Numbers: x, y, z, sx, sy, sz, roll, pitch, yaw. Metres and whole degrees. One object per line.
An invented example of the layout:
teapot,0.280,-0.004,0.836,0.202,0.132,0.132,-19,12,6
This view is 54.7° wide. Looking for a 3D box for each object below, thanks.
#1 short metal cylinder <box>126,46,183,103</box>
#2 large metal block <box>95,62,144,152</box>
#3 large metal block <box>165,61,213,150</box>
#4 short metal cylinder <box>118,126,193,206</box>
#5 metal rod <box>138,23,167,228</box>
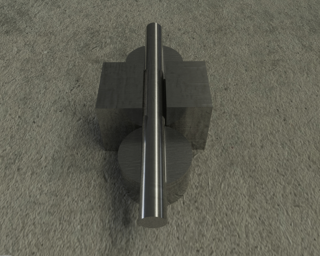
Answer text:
short metal cylinder,-0.008,-0.077,0.453,0.081,0.050,0.080,0,49,0
large metal block,-0.045,-0.026,0.390,0.050,0.080,0.080,-1,50,-1
large metal block,0.032,-0.028,0.392,0.050,0.080,0.080,-1,50,-1
short metal cylinder,-0.005,0.043,0.353,0.081,0.050,0.080,0,49,0
metal rod,-0.008,-0.032,0.366,0.025,0.025,0.300,0,50,0
